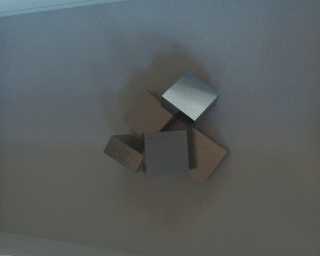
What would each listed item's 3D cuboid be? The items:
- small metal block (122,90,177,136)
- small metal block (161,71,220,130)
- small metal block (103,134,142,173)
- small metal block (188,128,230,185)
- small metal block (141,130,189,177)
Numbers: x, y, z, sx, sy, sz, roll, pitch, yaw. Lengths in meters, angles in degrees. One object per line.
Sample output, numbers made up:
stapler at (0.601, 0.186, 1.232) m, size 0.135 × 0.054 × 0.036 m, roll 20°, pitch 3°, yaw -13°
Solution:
small metal block at (-0.013, -0.014, 0.411) m, size 0.050 × 0.025 × 0.050 m, roll 45°, pitch 104°, yaw 14°
small metal block at (0.037, -0.035, 0.383) m, size 0.050 × 0.025 × 0.050 m, roll 39°, pitch 69°, yaw 15°
small metal block at (-0.037, 0.032, 0.407) m, size 0.050 × 0.050 × 0.025 m, roll 31°, pitch 100°, yaw 17°
small metal block at (0.051, 0.034, 0.390) m, size 0.050 × 0.025 × 0.050 m, roll 37°, pitch 101°, yaw 16°
small metal block at (0.005, 0.029, 0.368) m, size 0.050 × 0.025 × 0.050 m, roll -3°, pitch 89°, yaw -13°
